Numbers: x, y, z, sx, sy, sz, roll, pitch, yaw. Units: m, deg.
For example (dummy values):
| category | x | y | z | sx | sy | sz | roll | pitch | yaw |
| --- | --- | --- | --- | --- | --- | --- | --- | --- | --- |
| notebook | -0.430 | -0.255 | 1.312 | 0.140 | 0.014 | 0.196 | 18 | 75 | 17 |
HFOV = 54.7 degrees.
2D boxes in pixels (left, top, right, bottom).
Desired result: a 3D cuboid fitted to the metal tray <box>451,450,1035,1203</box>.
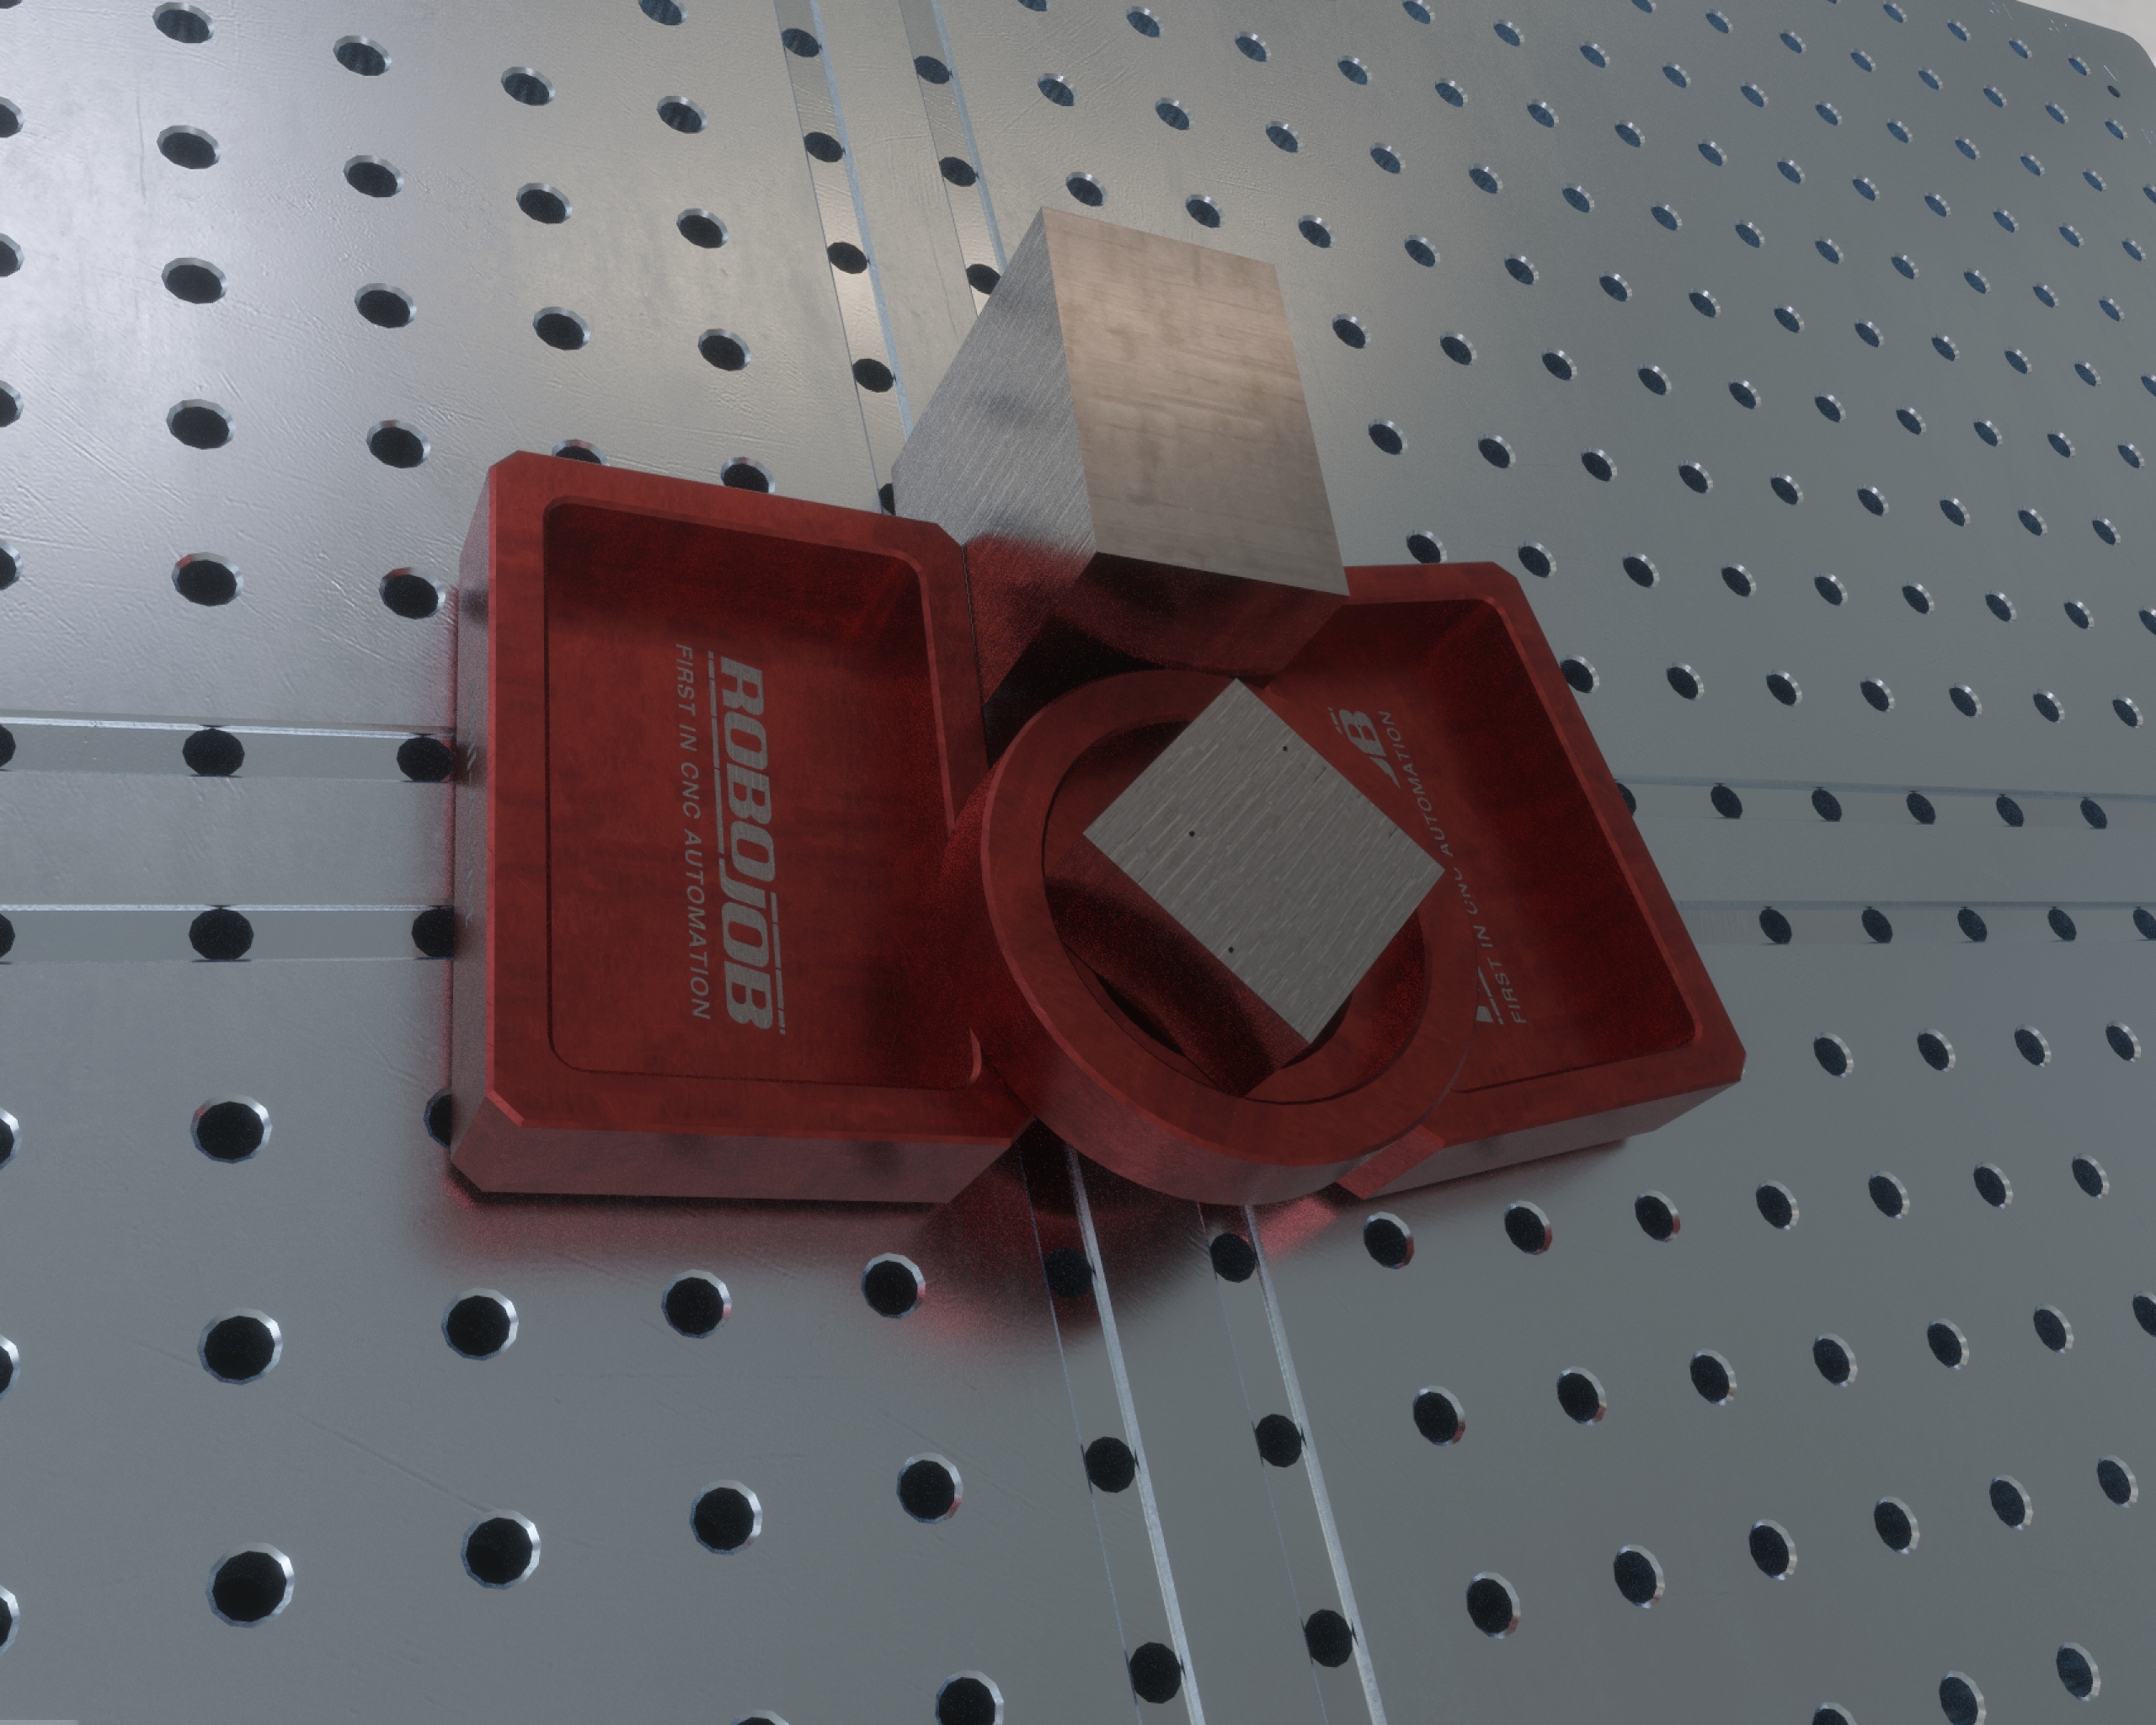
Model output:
| category | x | y | z | sx | sy | sz | roll | pitch | yaw |
| --- | --- | --- | --- | --- | --- | --- | --- | --- | --- |
| metal tray | -0.061 | -0.007 | 0.371 | 0.091 | 0.030 | 0.130 | 6 | 59 | -25 |

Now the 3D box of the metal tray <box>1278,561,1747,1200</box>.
| category | x | y | z | sx | sy | sz | roll | pitch | yaw |
| --- | --- | --- | --- | --- | --- | --- | --- | --- | --- |
| metal tray | 0.075 | -0.001 | 0.441 | 0.091 | 0.030 | 0.130 | -7 | 65 | -31 |

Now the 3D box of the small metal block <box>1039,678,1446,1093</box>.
| category | x | y | z | sx | sy | sz | roll | pitch | yaw |
| --- | --- | --- | --- | --- | --- | --- | --- | --- | --- |
| small metal block | 0.028 | 0.004 | 0.362 | 0.050 | 0.025 | 0.050 | 43 | 51 | 1 |

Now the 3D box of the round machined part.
| category | x | y | z | sx | sy | sz | roll | pitch | yaw |
| --- | --- | --- | --- | --- | --- | --- | --- | --- | --- |
| round machined part | 0.020 | 0.017 | 0.381 | 0.099 | 0.042 | 0.098 | 14 | 56 | -21 |

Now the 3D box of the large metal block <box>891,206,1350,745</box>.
| category | x | y | z | sx | sy | sz | roll | pitch | yaw |
| --- | --- | --- | --- | --- | --- | --- | --- | --- | --- |
| large metal block | 0.004 | -0.066 | 0.411 | 0.050 | 0.080 | 0.080 | 6 | 59 | -25 |
